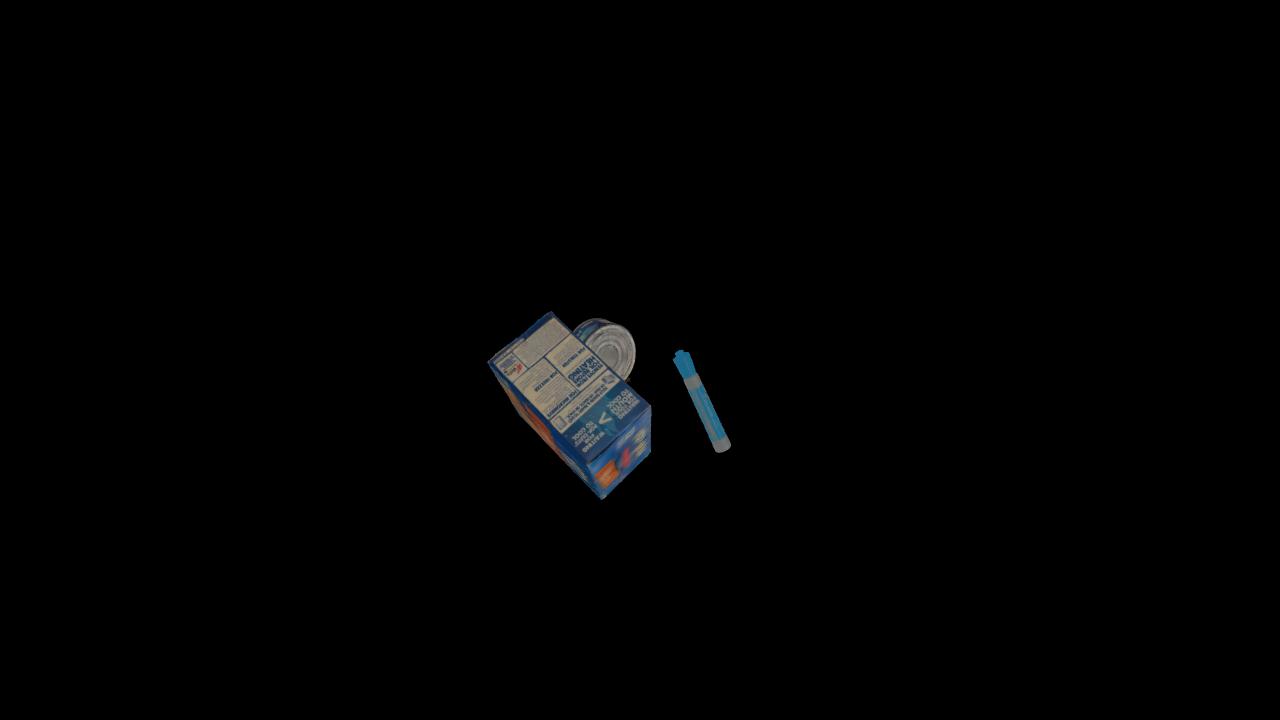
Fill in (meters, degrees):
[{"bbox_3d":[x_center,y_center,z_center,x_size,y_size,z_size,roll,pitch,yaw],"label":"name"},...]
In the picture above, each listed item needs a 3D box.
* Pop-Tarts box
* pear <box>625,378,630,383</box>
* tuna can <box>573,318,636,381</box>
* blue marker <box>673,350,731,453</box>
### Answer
[{"bbox_3d":[-0.065,0.054,0.633,0.141,0.083,0.167,42,-16,16],"label":"Pop-Tarts box"},{"bbox_3d":[-0.051,0.059,0.687,0.080,0.111,0.080,21,35,-16],"label":"pear"},{"bbox_3d":[-0.046,-0.005,0.728,0.084,0.084,0.034,0,13,-39],"label":"tuna can"},{"bbox_3d":[0.065,0.043,0.651,0.020,0.121,0.020,-24,16,7],"label":"blue marker"}]
